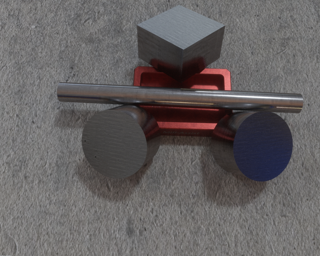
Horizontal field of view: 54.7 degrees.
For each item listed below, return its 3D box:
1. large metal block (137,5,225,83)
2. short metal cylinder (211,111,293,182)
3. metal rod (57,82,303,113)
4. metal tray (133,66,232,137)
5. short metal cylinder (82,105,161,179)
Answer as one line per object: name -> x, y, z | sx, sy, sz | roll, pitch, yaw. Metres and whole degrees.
large metal block -> 0.027, -0.115, 0.415 | 0.080, 0.050, 0.080 | 36, 56, 28
short metal cylinder -> 0.109, 0.020, 0.372 | 0.081, 0.050, 0.079 | -1, 93, -19
metal rod -> 0.024, -0.038, 0.392 | 0.302, 0.025, 0.025 | 3, 70, 1
metal tray -> 0.029, -0.036, 0.420 | 0.131, 0.030, 0.090 | 2, 70, 0
short metal cylinder -> -0.045, 0.014, 0.371 | 0.080, 0.050, 0.079 | 3, 102, 17
